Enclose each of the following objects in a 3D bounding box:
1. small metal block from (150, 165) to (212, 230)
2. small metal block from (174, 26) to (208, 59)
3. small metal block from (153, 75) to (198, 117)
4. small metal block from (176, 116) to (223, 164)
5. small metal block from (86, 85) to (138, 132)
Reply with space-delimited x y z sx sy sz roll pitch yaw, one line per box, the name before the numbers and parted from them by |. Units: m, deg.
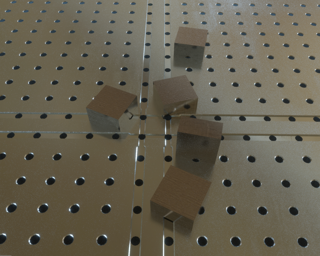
small metal block | 0.023 0.076 0.344 0.050 0.025 0.050 22 53 17
small metal block | 0.053 -0.147 0.532 0.050 0.025 0.050 9 51 7
small metal block | 0.021 -0.047 0.447 0.050 0.025 0.050 -13 51 -11
small metal block | 0.047 0.015 0.379 0.050 0.050 0.025 10 51 8
small metal block | -0.065 -0.028 0.431 0.050 0.025 0.050 20 53 16
